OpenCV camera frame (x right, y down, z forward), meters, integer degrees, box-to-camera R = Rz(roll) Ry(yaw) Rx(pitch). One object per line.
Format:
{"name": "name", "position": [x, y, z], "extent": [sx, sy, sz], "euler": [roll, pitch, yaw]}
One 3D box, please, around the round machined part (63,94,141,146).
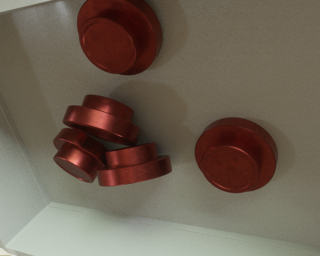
{"name": "round machined part", "position": [-0.072, -0.012, 0.405], "extent": [0.098, 0.042, 0.098], "euler": [16, 168, 4]}

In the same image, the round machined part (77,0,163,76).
{"name": "round machined part", "position": [-0.050, -0.100, 0.349], "extent": [0.098, 0.042, 0.097], "euler": [14, 136, 14]}

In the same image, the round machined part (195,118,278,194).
{"name": "round machined part", "position": [0.089, 0.040, 0.375], "extent": [0.098, 0.042, 0.097], "euler": [13, 124, 20]}

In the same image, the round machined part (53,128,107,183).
{"name": "round machined part", "position": [-0.118, 0.047, 0.464], "extent": [0.098, 0.042, 0.098], "euler": [23, 151, 14]}

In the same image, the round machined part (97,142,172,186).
{"name": "round machined part", "position": [-0.036, 0.045, 0.413], "extent": [0.098, 0.099, 0.042], "euler": [-11, 89, 32]}
